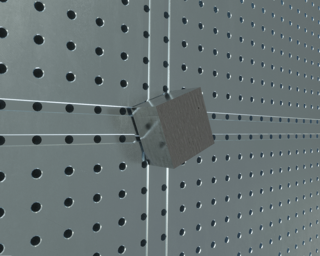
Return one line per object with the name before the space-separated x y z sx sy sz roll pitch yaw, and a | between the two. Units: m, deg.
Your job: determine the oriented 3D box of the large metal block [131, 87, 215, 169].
large metal block | 0.019 -0.002 0.407 0.081 0.050 0.080 -27 107 -37
